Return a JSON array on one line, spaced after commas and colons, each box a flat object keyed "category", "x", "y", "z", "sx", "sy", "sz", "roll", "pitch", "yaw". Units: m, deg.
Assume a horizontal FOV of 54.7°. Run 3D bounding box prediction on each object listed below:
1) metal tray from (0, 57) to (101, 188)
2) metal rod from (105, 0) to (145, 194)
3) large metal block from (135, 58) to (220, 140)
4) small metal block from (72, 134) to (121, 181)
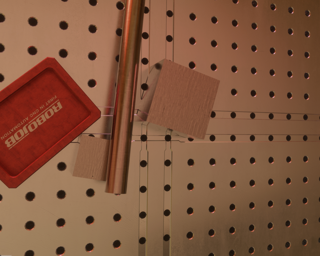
[{"category": "metal tray", "x": -0.146, "y": -0.007, "z": 0.355, "sx": 0.130, "sy": 0.030, "sz": 0.090, "roll": -43, "pitch": 104, "yaw": -15}, {"category": "metal rod", "x": -0.039, "y": -0.072, "z": 0.381, "sx": 0.025, "sy": 0.025, "sz": 0.298, "roll": 8, "pitch": 81, "yaw": -20}, {"category": "large metal block", "x": 0.022, "y": -0.035, "z": 0.407, "sx": 0.081, "sy": 0.050, "sz": 0.080, "roll": 18, "pitch": 84, "yaw": -19}, {"category": "small metal block", "x": -0.078, "y": 0.037, "z": 0.384, "sx": 0.050, "sy": 0.025, "sz": 0.050, "roll": 13, "pitch": 86, "yaw": -20}]
